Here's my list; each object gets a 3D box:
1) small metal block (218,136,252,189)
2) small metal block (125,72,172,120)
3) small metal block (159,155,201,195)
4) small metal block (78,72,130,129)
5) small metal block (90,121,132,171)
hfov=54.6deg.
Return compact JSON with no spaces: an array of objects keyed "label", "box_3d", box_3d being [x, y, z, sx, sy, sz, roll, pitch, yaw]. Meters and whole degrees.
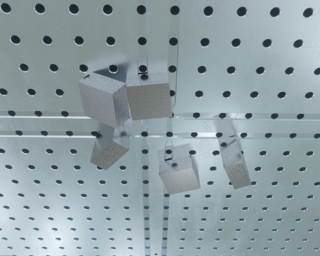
[{"label":"small metal block","box_3d":[0.106,0.049,0.438,0.025,0.050,0.050,-20,128,16]},{"label":"small metal block","box_3d":[-0.012,-0.038,0.379,0.050,0.025,0.050,-5,130,4]},{"label":"small metal block","box_3d":[0.030,0.073,0.473,0.050,0.025,0.050,-14,129,12]},{"label":"small metal block","box_3d":[-0.066,-0.033,0.368,0.050,0.025,0.050,21,135,24]},{"label":"small metal block","box_3d":[-0.064,0.020,0.411,0.025,0.050,0.050,34,122,-25]}]
